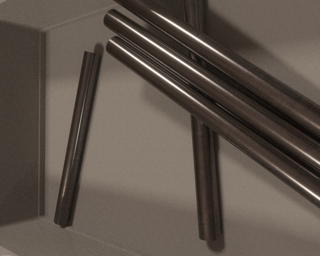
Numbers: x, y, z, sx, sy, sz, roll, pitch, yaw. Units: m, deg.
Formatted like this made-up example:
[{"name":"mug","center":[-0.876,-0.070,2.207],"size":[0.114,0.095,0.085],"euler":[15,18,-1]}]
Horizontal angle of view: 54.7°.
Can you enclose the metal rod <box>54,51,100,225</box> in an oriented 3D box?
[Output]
[{"name":"metal rod","center":[-0.141,0.023,0.520],"size":[0.025,0.025,0.298],"euler":[22,103,37]}]

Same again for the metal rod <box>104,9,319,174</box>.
[{"name":"metal rod","center":[0.046,-0.054,0.338],"size":[0.300,0.025,0.025],"euler":[39,114,23]}]

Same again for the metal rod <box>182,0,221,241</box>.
[{"name":"metal rod","center":[0.048,-0.022,0.365],"size":[0.025,0.025,0.298],"euler":[-6,86,39]}]

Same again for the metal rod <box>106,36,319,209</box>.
[{"name":"metal rod","center":[0.049,-0.019,0.335],"size":[0.300,0.025,0.025],"euler":[39,114,23]}]

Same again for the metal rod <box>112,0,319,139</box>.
[{"name":"metal rod","center":[0.052,-0.084,0.334],"size":[0.300,0.025,0.025],"euler":[40,115,23]}]
